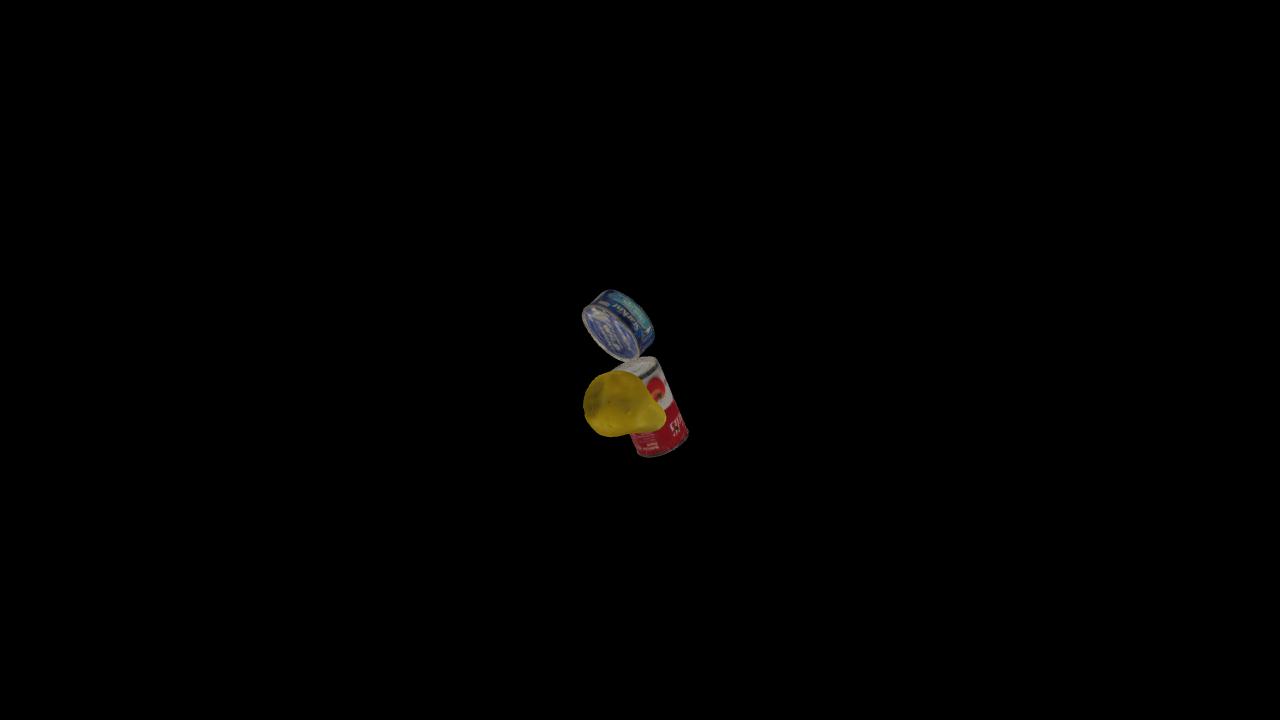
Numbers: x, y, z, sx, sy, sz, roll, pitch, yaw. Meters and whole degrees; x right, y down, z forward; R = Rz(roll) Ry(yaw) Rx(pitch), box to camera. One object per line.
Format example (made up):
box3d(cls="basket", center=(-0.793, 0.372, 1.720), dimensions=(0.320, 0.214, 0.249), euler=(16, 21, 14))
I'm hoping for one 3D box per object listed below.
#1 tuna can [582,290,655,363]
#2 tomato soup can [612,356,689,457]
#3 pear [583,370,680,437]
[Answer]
box3d(cls="tuna can", center=(-0.024, -0.038, 0.702), dimensions=(0.034, 0.084, 0.084), euler=(-46, 24, -26))
box3d(cls="tomato soup can", center=(0.008, 0.053, 0.720), dimensions=(0.068, 0.101, 0.068), euler=(-21, 18, 7))
box3d(cls="pear", center=(-0.007, 0.056, 0.692), dimensions=(0.111, 0.080, 0.080), euler=(27, -16, -34))
